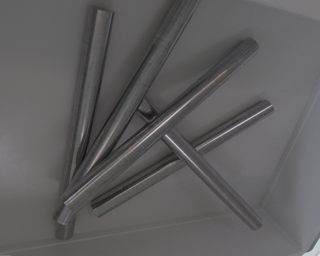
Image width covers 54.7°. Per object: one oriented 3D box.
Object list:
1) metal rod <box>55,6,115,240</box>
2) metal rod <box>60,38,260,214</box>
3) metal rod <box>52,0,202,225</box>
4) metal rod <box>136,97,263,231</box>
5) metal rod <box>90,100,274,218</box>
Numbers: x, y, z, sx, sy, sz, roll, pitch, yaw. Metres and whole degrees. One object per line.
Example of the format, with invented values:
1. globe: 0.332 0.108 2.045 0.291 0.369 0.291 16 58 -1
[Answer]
1. metal rod: -0.094 0.014 0.365 0.025 0.025 0.298 2 118 -29
2. metal rod: 0.012 -0.013 0.369 0.301 0.025 0.025 -41 130 -15
3. metal rod: -0.041 -0.020 0.353 0.025 0.025 0.299 26 98 -37
4. metal rod: 0.065 0.062 0.442 0.025 0.025 0.300 -44 117 2
5. metal rod: 0.039 0.040 0.454 0.301 0.025 0.025 -30 129 -10
